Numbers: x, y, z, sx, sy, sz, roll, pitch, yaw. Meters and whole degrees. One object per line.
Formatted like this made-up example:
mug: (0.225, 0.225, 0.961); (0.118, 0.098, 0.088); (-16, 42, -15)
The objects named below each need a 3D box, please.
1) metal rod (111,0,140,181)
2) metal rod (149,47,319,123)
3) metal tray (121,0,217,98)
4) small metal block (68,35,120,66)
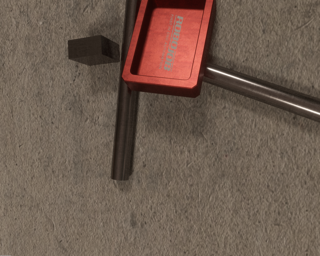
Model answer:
metal rod: (-0.042, -0.079, 0.422); (0.025, 0.025, 0.298); (6, 92, 19)
metal rod: (0.123, -0.043, 0.365); (0.301, 0.025, 0.025); (23, 98, 18)
metal tray: (0.013, -0.106, 0.378); (0.090, 0.030, 0.130); (9, 76, 15)
small metal block: (-0.090, -0.105, 0.426); (0.050, 0.050, 0.025); (-3, 89, 19)
